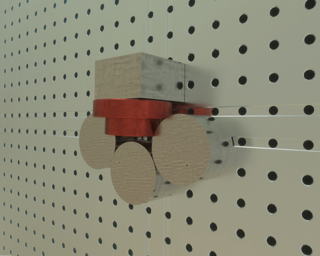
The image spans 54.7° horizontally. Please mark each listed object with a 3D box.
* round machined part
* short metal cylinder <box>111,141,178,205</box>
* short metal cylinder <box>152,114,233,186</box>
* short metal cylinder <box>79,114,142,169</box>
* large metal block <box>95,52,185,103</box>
[{"bbox_3d":[-0.034,-0.012,0.388,0.098,0.099,0.042,3,91,40],"label":"round machined part"},{"bbox_3d":[-0.019,0.057,0.410,0.080,0.050,0.079,0,90,40],"label":"short metal cylinder"},{"bbox_3d":[0.037,0.024,0.363,0.080,0.050,0.079,0,90,40],"label":"short metal cylinder"},{"bbox_3d":[-0.073,0.018,0.454,0.080,0.050,0.079,0,90,40],"label":"short metal cylinder"},{"bbox_3d":[-0.025,-0.059,0.394,0.080,0.081,0.050,1,91,40],"label":"large metal block"}]
